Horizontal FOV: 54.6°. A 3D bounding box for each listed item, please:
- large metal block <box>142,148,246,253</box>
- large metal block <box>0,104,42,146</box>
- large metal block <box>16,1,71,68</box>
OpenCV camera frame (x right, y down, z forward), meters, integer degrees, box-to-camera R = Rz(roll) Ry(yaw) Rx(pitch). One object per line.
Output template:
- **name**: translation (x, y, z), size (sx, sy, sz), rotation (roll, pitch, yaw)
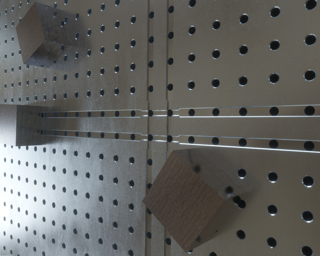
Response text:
- **large metal block**: translation (0.037, 0.081, 0.363), size (0.080, 0.050, 0.080), rotation (43, 116, 31)
- **large metal block**: translation (-0.287, -0.007, 0.633), size (0.080, 0.050, 0.080), rotation (5, 93, 40)
- **large metal block**: translation (-0.218, -0.170, 0.576), size (0.080, 0.050, 0.080), rotation (-29, 72, 36)
